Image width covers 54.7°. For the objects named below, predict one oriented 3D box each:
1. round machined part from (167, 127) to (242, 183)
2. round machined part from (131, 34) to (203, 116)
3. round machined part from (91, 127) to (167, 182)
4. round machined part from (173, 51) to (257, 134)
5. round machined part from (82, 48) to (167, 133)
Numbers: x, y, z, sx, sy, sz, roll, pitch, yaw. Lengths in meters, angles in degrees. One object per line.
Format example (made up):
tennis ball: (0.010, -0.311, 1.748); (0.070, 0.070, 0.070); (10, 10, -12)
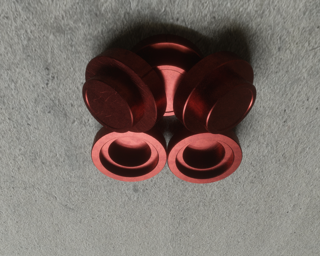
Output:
round machined part: (0.059, 0.029, 0.423); (0.099, 0.042, 0.097); (-1, 130, 0)
round machined part: (0.006, -0.052, 0.352); (0.099, 0.042, 0.097); (-1, 130, 0)
round machined part: (-0.040, 0.025, 0.418); (0.099, 0.042, 0.097); (-1, 130, 0)
round machined part: (0.067, -0.032, 0.343); (0.099, 0.042, 0.097); (-24, 141, -21)
round machined part: (-0.045, -0.033, 0.337); (0.098, 0.042, 0.097); (24, 139, 23)
